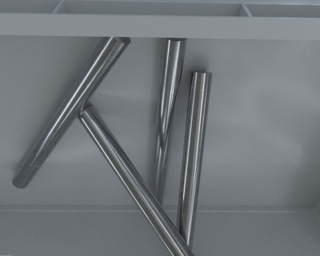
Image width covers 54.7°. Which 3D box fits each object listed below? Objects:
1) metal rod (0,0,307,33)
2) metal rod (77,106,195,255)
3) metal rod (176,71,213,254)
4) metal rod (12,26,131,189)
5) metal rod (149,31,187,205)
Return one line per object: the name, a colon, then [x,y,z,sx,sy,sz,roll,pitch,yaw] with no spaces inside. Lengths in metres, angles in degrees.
metal rod: [-0.007,-0.114,0.312,0.302,0.025,0.025,1,130,-2]
metal rod: [-0.012,0.103,0.395,0.025,0.025,0.299,-34,91,24]
metal rod: [0.038,0.078,0.399,0.025,0.025,0.298,3,106,-3]
metal rod: [-0.127,-0.005,0.391,0.025,0.025,0.299,29,128,-23]
metal rod: [0.004,0.016,0.422,0.025,0.025,0.298,3,130,-3]
